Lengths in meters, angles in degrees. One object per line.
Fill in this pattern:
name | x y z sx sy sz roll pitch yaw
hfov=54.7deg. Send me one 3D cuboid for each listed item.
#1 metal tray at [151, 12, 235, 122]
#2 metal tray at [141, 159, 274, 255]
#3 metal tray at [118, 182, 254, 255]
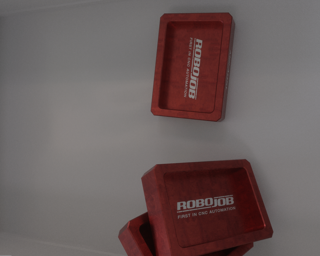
metal tray | 0.041 -0.076 0.393 0.090 0.030 0.129 7 92 19
metal tray | 0.052 0.083 0.329 0.030 0.131 0.090 -44 53 51
metal tray | 0.032 0.121 0.339 0.090 0.131 0.030 56 139 19
